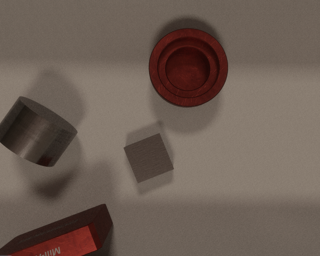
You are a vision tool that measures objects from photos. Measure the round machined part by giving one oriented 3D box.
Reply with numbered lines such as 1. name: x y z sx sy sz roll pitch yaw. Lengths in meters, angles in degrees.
1. round machined part: 0.035 -0.075 0.403 0.099 0.042 0.097 0 90 -1

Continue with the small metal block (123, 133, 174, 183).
1. small metal block: -0.014 0.039 0.411 0.050 0.025 0.050 -22 90 -1

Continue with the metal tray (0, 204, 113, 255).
1. metal tray: -0.129 0.139 0.377 0.131 0.090 0.030 -21 90 -1

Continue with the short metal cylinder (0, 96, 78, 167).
1. short metal cylinder: -0.151 0.004 0.382 0.080 0.080 0.050 35 90 -1
